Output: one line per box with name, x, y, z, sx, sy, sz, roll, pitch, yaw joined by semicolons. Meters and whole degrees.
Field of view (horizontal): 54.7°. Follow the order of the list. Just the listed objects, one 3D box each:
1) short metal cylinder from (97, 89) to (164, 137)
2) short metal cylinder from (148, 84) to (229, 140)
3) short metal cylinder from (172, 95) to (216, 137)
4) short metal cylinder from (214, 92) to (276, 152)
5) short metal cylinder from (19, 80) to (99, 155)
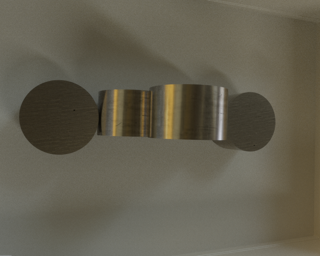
short metal cylinder;-0.033;-0.016;0.367;0.081;0.080;0.050;2;89;-20
short metal cylinder;0.028;-0.014;0.317;0.081;0.080;0.050;2;89;-20
short metal cylinder;0.043;-0.013;0.395;0.081;0.080;0.050;2;89;-20
short metal cylinder;0.113;-0.008;0.437;0.081;0.050;0.080;0;90;-20
short metal cylinder;-0.114;-0.011;0.353;0.081;0.050;0.080;0;90;-20
